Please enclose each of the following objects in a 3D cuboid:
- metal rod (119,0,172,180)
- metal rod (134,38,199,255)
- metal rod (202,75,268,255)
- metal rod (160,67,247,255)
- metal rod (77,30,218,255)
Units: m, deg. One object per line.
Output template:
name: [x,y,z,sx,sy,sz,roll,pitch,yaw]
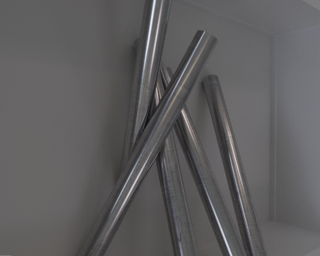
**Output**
metal rod: [-0.013,-0.059,0.316,0.025,0.025,0.298,-10,122,-40]
metal rod: [0.007,0.031,0.345,0.025,0.025,0.299,4,66,-40]
metal rod: [0.099,0.059,0.409,0.025,0.025,0.299,14,56,-39]
metal rod: [0.053,0.061,0.370,0.025,0.025,0.299,-6,69,-40]
metal rod: [-0.021,0.036,0.328,0.025,0.025,0.299,27,92,-37]
